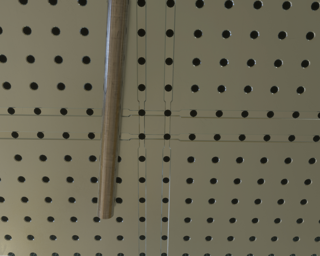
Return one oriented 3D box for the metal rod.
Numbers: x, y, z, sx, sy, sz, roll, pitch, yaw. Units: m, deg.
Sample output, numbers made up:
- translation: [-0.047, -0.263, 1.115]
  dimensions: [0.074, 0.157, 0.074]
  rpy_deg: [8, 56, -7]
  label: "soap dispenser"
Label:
- translation: [-0.064, -0.011, 0.408]
  dimensions: [0.025, 0.025, 0.298]
  rpy_deg: [6, 110, -3]
  label: "metal rod"
